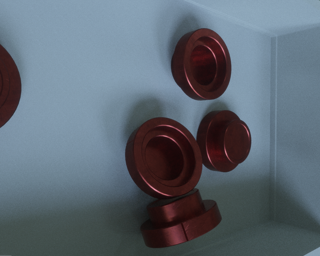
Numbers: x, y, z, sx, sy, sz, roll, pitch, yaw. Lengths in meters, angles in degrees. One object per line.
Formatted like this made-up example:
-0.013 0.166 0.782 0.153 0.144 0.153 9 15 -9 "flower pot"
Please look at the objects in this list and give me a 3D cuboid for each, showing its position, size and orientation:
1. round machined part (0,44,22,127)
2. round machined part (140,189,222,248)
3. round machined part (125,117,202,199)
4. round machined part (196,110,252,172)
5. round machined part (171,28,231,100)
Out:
-0.166 -0.038 0.256 0.099 0.042 0.097 0 90 -40 "round machined part"
0.022 0.105 0.380 0.099 0.098 0.042 -16 85 -39 "round machined part"
0.001 0.039 0.382 0.099 0.042 0.098 15 61 -29 "round machined part"
0.106 0.020 0.484 0.099 0.042 0.097 0 90 -40 "round machined part"
0.054 -0.088 0.441 0.099 0.042 0.097 0 90 -40 "round machined part"
